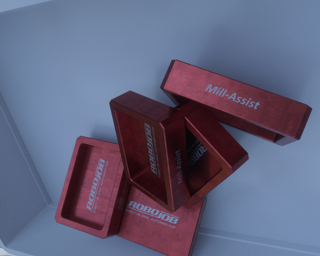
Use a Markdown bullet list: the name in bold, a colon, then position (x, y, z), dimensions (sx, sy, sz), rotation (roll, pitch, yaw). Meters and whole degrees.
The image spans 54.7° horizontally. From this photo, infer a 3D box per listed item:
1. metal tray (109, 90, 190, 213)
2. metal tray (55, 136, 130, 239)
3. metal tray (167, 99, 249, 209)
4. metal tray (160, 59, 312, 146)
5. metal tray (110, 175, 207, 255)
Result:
- **metal tray**: position (-0.011, 0.029, 0.368), dimensions (0.090, 0.030, 0.129), rotation (25, 135, 40)
- **metal tray**: position (-0.093, 0.083, 0.453), dimensions (0.090, 0.030, 0.129), rotation (11, 82, 22)
- **metal tray**: position (0.035, 0.036, 0.371), dimensions (0.090, 0.030, 0.129), rotation (49, 146, 13)
- **metal tray**: position (0.073, -0.022, 0.314), dimensions (0.130, 0.090, 0.030), rotation (22, 88, 14)
- **metal tray**: position (-0.007, 0.125, 0.451), dimensions (0.130, 0.030, 0.090), rotation (14, 82, 20)
